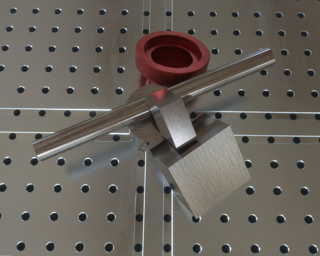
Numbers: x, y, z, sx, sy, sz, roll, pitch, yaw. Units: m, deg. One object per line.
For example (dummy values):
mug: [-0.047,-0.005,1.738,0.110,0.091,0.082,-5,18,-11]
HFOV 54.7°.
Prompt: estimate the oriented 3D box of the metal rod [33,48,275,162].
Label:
metal rod: [0.001,-0.032,0.370,0.302,0.025,0.025,-23,72,-9]

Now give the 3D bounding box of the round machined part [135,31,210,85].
round machined part: [0.015,-0.088,0.423,0.099,0.042,0.098,4,47,-4]

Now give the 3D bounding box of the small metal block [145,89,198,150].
small metal block: [0.012,-0.011,0.338,0.025,0.050,0.050,-28,115,-10]

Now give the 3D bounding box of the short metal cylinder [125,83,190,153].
short metal cylinder: [-0.003,-0.011,0.402,0.081,0.050,0.080,0,70,0]

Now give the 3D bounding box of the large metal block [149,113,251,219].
large metal block: [0.047,0.042,0.359,0.080,0.050,0.080,-34,118,-11]
